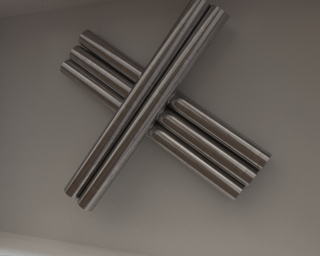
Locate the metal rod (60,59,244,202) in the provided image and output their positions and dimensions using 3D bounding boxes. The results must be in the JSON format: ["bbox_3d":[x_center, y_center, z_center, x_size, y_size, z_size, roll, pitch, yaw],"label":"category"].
[{"bbox_3d":[-0.021,-0.005,0.416,0.300,0.025,0.025,36,102,16],"label":"metal rod"}]

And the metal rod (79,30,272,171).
[{"bbox_3d":[0.009,-0.045,0.406,0.300,0.025,0.025,36,102,16],"label":"metal rod"}]

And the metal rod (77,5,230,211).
[{"bbox_3d":[-0.015,-0.016,0.388,0.025,0.025,0.299,39,102,16],"label":"metal rod"}]

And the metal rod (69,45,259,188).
[{"bbox_3d":[-0.006,-0.024,0.411,0.300,0.025,0.025,36,102,16],"label":"metal rod"}]

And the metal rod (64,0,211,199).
[{"bbox_3d":[-0.035,-0.030,0.395,0.025,0.025,0.299,39,102,16],"label":"metal rod"}]
